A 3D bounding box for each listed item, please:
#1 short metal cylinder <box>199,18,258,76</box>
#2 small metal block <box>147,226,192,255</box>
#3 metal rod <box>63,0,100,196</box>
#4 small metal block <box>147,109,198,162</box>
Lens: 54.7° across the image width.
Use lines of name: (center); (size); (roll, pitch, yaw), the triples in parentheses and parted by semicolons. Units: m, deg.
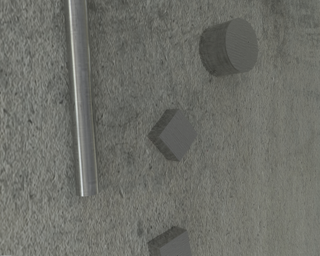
short metal cylinder: (0.106, -0.122, 0.477); (0.081, 0.050, 0.080); (0, 90, -40)
small metal block: (0.015, 0.169, 0.417); (0.050, 0.025, 0.050); (-18, 102, -38)
metal rod: (-0.086, -0.077, 0.331); (0.025, 0.025, 0.298); (-5, 93, -40)
small metal block: (0.018, 0.010, 0.420); (0.050, 0.025, 0.050); (51, 60, -28)
